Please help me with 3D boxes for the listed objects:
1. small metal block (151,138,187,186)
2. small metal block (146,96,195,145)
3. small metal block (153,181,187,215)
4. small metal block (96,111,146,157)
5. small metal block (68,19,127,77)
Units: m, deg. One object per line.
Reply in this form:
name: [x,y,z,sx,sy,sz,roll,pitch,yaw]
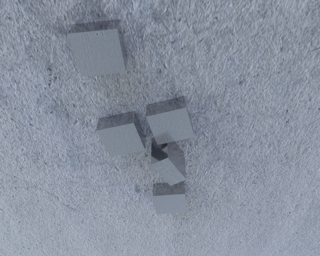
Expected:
small metal block: [0.012,0.042,0.427,0.025,0.050,0.050,-25,126,19]
small metal block: [0.014,-0.009,0.400,0.050,0.025,0.050,-13,129,10]
small metal block: [0.016,0.114,0.505,0.050,0.025,0.050,-5,130,4]
small metal block: [-0.050,0.009,0.414,0.050,0.025,0.050,-12,129,9]
small metal block: [-0.065,-0.086,0.334,0.050,0.025,0.050,-5,130,4]
